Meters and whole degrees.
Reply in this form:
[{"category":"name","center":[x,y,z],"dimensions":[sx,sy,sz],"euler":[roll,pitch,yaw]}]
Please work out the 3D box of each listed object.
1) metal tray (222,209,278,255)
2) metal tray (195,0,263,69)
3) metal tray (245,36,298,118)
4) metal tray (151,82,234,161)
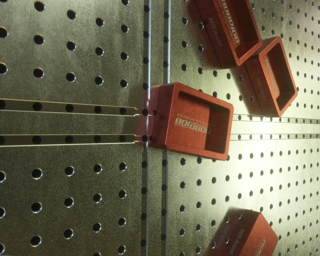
[{"category":"metal tray","center":[0.154,0.221,0.539],"dimensions":[0.130,0.030,0.090],"euler":[-52,121,-27]},{"category":"metal tray","center":[0.115,-0.174,0.504],"dimensions":[0.090,0.030,0.130],"euler":[-42,116,-32]},{"category":"metal tray","center":[0.214,-0.095,0.588],"dimensions":[0.090,0.030,0.130],"euler":[-42,116,-32]},{"category":"metal tray","center":[0.052,-0.005,0.451],"dimensions":[0.131,0.030,0.090],"euler":[15,81,-39]}]
